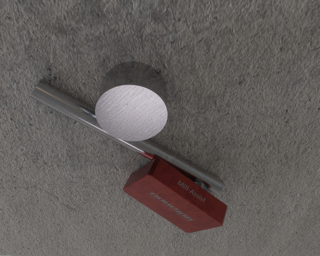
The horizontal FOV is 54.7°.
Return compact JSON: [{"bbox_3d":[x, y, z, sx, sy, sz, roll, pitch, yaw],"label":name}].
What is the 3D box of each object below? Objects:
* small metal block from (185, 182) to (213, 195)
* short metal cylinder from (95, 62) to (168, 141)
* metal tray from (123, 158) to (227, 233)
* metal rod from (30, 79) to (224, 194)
[{"bbox_3d":[0.048,0.102,0.476,0.050,0.025,0.050,1,150,32],"label":"small metal block"},{"bbox_3d":[-0.032,-0.030,0.365,0.081,0.050,0.079,0,130,0],"label":"short metal cylinder"},{"bbox_3d":[0.021,0.103,0.455,0.130,0.030,0.090,36,143,-12],"label":"metal tray"},{"bbox_3d":[-0.028,0.022,0.425,0.301,0.025,0.025,30,124,-24],"label":"metal rod"}]
